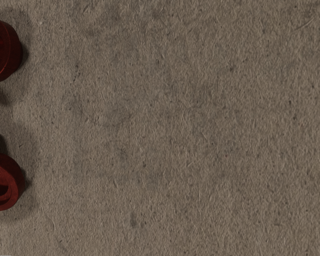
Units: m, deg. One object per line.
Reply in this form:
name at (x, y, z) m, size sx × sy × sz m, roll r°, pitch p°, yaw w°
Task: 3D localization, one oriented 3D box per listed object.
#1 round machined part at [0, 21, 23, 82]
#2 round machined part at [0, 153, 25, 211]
round machined part at (-0.258, -0.120, 0.489) m, size 0.098 × 0.042 × 0.097 m, roll 0°, pitch 90°, yaw 19°
round machined part at (-0.254, 0.076, 0.473) m, size 0.099 × 0.042 × 0.097 m, roll 2°, pitch 117°, yaw 4°
